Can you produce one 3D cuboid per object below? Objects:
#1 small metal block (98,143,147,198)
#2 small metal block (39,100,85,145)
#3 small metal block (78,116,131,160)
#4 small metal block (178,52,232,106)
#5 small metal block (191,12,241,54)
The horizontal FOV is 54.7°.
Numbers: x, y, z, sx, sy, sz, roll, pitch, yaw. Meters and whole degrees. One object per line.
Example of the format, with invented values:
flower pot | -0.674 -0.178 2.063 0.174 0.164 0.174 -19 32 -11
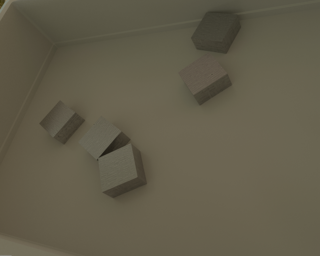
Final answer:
small metal block | -0.049 0.055 0.398 0.050 0.025 0.050 -25 53 13
small metal block | -0.156 -0.010 0.494 0.050 0.025 0.050 33 80 38
small metal block | -0.079 0.018 0.436 0.050 0.025 0.050 34 81 38
small metal block | 0.060 -0.066 0.415 0.050 0.025 0.050 -33 52 7
small metal block | 0.081 -0.138 0.448 0.050 0.025 0.050 19 72 35
